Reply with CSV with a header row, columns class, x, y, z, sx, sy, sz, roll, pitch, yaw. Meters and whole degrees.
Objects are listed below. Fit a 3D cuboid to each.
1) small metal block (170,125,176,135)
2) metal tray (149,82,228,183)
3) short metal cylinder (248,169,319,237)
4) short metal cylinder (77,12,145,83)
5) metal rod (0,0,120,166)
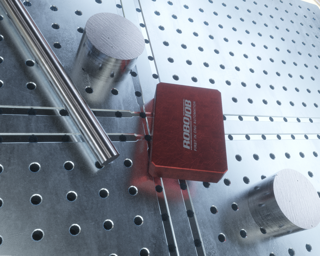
class,x,y,z,sx,sy,sz,roll,pitch,yaw
small metal block,0.037,0.019,0.417,0.050,0.025,0.050,-24,75,-36
metal tray,0.036,0.003,0.404,0.091,0.030,0.130,7,55,-6
short metal cylinder,0.169,0.102,0.421,0.081,0.050,0.080,14,56,-21
short metal cylinder,-0.067,-0.109,0.422,0.081,0.050,0.080,14,56,-21
metal rod,-0.140,-0.084,0.383,0.025,0.025,0.299,-26,76,-37
